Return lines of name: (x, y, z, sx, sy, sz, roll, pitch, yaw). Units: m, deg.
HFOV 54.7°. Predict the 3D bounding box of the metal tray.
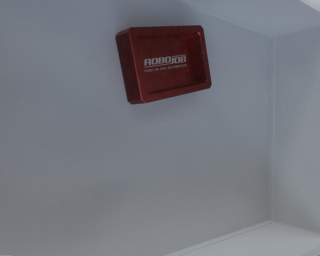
metal tray: (0.010, -0.087, 0.413, 0.131, 0.030, 0.089, -17, 101, -39)
